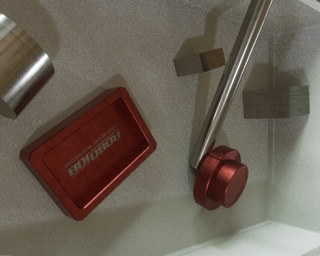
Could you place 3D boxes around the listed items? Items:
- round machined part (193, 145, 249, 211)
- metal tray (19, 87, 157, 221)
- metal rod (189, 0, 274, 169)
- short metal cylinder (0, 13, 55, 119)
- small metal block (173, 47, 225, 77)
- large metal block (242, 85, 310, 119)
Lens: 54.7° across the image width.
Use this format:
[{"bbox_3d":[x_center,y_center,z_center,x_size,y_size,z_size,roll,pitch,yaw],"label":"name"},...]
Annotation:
[{"bbox_3d":[0.095,0.078,0.457,0.099,0.042,0.097,-28,129,-41],"label":"round machined part"},{"bbox_3d":[-0.071,0.024,0.344,0.131,0.030,0.090,-43,116,-32],"label":"metal tray"},{"bbox_3d":[0.098,-0.078,0.405,0.025,0.025,0.298,-1,118,-40],"label":"metal rod"},{"bbox_3d":[-0.137,-0.052,0.256,0.080,0.080,0.050,46,62,-31],"label":"short metal cylinder"},{"bbox_3d":[0.056,-0.093,0.439,0.050,0.050,0.025,-24,106,-38],"label":"small metal block"},{"bbox_3d":[0.204,-0.045,0.545,0.081,0.080,0.050,-9,96,-40],"label":"large metal block"}]
